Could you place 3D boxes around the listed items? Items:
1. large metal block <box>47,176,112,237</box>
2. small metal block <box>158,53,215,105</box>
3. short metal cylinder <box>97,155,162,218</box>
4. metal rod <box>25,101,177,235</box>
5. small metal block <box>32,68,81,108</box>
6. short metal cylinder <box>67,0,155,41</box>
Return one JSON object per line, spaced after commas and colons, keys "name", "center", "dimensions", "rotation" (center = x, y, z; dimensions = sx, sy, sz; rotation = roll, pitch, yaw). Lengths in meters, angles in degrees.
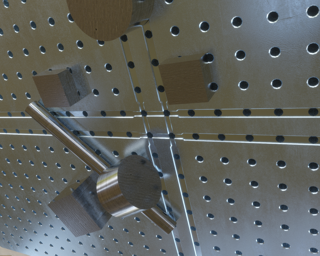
{"name": "large metal block", "center": [-0.140, 0.143, 0.557], "dimensions": [0.080, 0.050, 0.080], "rotation": [-28, 103, 37]}
{"name": "small metal block", "center": [0.031, -0.056, 0.360], "dimensions": [0.050, 0.025, 0.050], "rotation": [-2, 118, 29]}
{"name": "short metal cylinder", "center": [-0.044, 0.085, 0.452], "dimensions": [0.050, 0.080, 0.080], "rotation": [-31, 101, 38]}
{"name": "metal rod", "center": [-0.094, 0.064, 0.500], "dimensions": [0.300, 0.025, 0.025], "rotation": [41, 129, 0]}
{"name": "small metal block", "center": [-0.152, -0.058, 0.455], "dimensions": [0.050, 0.025, 0.050], "rotation": [0, 119, 28]}
{"name": "short metal cylinder", "center": [-0.053, -0.141, 0.336], "dimensions": [0.080, 0.050, 0.079], "rotation": [13, 124, 21]}
